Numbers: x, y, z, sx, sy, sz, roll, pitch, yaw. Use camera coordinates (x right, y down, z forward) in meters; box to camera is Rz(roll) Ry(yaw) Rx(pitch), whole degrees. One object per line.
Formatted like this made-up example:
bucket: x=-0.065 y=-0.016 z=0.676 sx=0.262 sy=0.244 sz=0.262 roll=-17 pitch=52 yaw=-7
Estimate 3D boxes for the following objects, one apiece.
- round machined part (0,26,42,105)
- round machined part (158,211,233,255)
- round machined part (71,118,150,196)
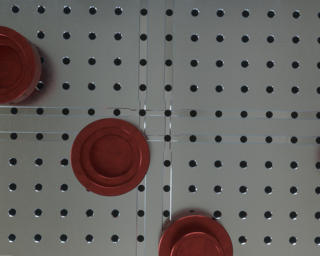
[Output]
round machined part: x=-0.203 y=-0.078 z=0.402 sx=0.099 sy=0.042 sz=0.097 roll=0 pitch=90 yaw=-1
round machined part: x=0.047 y=0.164 z=0.406 sx=0.099 sy=0.042 sz=0.097 roll=0 pitch=90 yaw=-1
round machined part: x=-0.062 y=0.036 z=0.404 sx=0.099 sy=0.042 sz=0.097 roll=0 pitch=90 yaw=-1
